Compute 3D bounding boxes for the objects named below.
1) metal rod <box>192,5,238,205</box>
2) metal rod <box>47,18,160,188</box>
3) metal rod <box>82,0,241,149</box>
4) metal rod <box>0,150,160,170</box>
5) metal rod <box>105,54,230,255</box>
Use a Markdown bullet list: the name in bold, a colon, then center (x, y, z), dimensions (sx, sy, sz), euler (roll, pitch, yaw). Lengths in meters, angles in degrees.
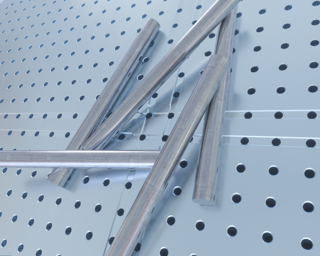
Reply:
- **metal rod**: center (0.076, -0.052, 0.399), dimensions (0.025, 0.025, 0.299), euler (-2, 61, 27)
- **metal rod**: center (-0.079, -0.048, 0.477), dimensions (0.025, 0.025, 0.300), euler (17, 70, 34)
- **metal rod**: center (0.001, -0.077, 0.434), dimensions (0.300, 0.025, 0.025), euler (-47, 51, 2)
- **metal rod**: center (-0.141, 0.042, 0.421), dimensions (0.301, 0.025, 0.025), euler (-1, 61, 15)
- **metal rod**: center (0.005, 0.047, 0.357), dimensions (0.025, 0.025, 0.299), euler (22, 79, 35)
